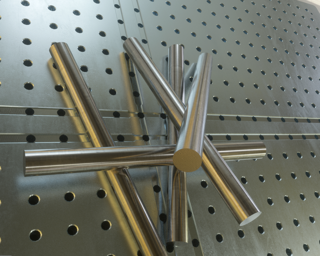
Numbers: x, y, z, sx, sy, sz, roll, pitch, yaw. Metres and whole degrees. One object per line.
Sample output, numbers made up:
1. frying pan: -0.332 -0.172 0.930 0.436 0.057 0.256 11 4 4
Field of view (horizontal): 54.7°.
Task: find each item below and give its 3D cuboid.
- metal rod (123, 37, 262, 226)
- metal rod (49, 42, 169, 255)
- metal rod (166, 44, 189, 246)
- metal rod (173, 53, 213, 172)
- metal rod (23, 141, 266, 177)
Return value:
1. metal rod: 0.022 -0.019 0.382 0.025 0.025 0.299 -8 50 -32
2. metal rod: -0.063 0.024 0.360 0.025 0.025 0.299 -17 71 -35
3. metal rod: 0.022 0.001 0.421 0.025 0.025 0.299 15 56 -20
4. metal rod: 0.050 -0.044 0.395 0.025 0.025 0.301 33 30 -7
5. metal rod: 0.007 0.032 0.360 0.303 0.025 0.025 0 62 -29
